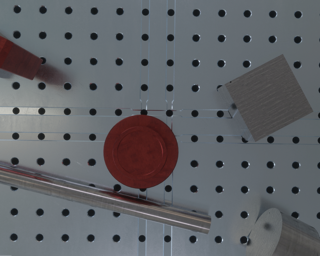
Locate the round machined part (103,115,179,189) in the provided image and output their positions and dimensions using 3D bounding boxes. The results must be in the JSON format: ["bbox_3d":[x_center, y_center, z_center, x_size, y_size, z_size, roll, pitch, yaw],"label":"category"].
[{"bbox_3d":[-0.025,0.031,0.405,0.099,0.042,0.097,0,90,0],"label":"round machined part"}]

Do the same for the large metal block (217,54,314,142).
[{"bbox_3d":[0.133,-0.037,0.402,0.080,0.050,0.080,-28,90,0],"label":"large metal block"}]

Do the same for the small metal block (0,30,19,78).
[{"bbox_3d":[-0.221,-0.103,0.411,0.050,0.025,0.050,39,90,0],"label":"small metal block"}]

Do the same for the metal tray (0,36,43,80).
[{"bbox_3d":[-0.213,-0.103,0.354,0.130,0.090,0.030,27,90,0],"label":"metal tray"}]

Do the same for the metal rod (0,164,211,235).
[{"bbox_3d":[-0.082,0.093,0.412,0.302,0.025,0.025,14,90,0],"label":"metal rod"}]

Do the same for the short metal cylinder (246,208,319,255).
[{"bbox_3d":[0.151,0.148,0.387,0.050,0.080,0.080,27,90,0],"label":"short metal cylinder"}]
